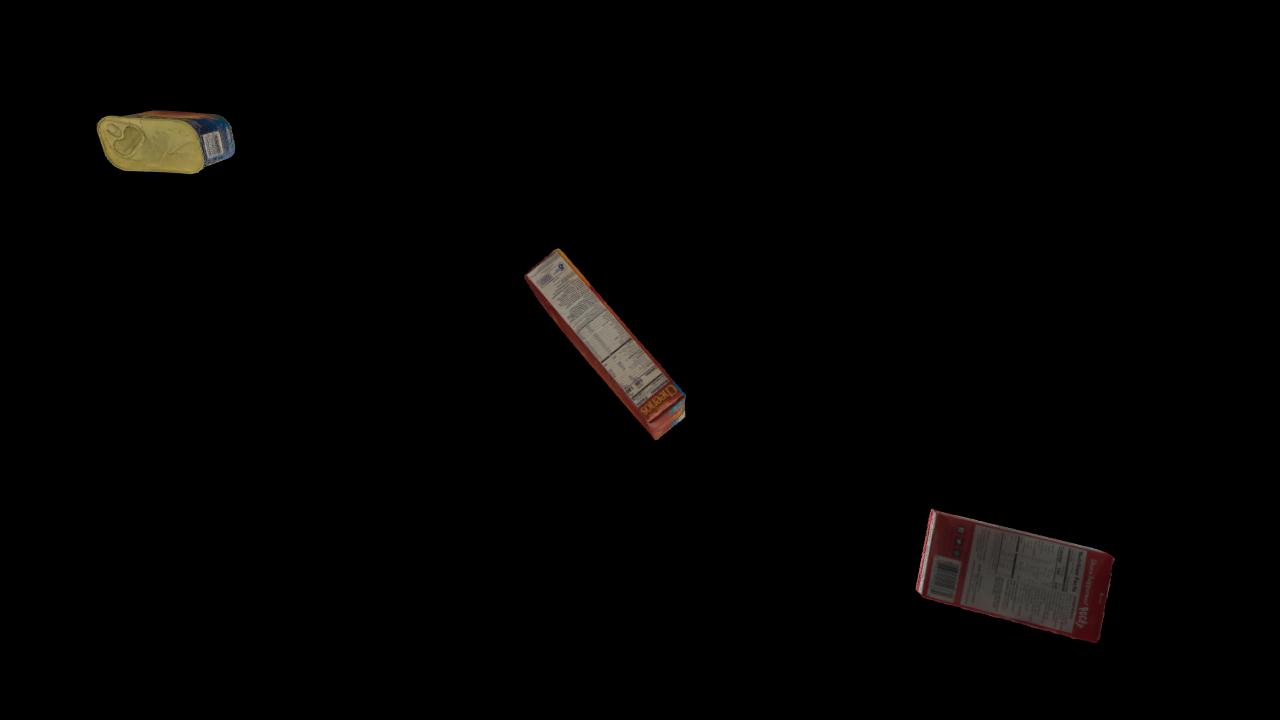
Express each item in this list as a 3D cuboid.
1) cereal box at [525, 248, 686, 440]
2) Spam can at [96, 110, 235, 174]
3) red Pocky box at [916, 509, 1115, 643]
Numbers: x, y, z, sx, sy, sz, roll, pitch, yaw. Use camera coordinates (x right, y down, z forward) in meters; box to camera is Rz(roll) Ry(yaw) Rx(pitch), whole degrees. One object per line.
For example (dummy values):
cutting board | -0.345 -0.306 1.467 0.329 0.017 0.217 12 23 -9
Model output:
cereal box | -0.047 -0.016 0.993 0.081 0.306 0.203 -40 -14 -5
Spam can | -0.537 -0.252 0.707 0.101 0.058 0.085 1 27 -8
red Pocky box | 0.347 0.200 0.577 0.155 0.083 0.028 13 -4 10
